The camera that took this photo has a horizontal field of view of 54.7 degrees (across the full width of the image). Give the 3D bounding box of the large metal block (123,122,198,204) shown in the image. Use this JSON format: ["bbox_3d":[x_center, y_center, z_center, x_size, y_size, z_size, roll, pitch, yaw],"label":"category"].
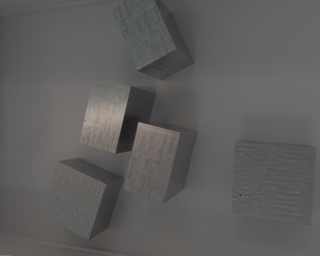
[{"bbox_3d":[0.004,0.038,0.380,0.050,0.080,0.080,14,95,19],"label":"large metal block"}]

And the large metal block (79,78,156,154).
[{"bbox_3d":[-0.051,-0.015,0.399,0.050,0.080,0.080,15,95,19],"label":"large metal block"}]

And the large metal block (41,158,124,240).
[{"bbox_3d":[-0.108,0.096,0.435,0.080,0.050,0.080,21,97,18],"label":"large metal block"}]

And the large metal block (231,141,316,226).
[{"bbox_3d":[0.127,0.057,0.352,0.080,0.050,0.079,4,91,20],"label":"large metal block"}]

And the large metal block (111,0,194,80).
[{"bbox_3d":[-0.005,-0.111,0.383,0.050,0.080,0.080,-26,82,18],"label":"large metal block"}]
